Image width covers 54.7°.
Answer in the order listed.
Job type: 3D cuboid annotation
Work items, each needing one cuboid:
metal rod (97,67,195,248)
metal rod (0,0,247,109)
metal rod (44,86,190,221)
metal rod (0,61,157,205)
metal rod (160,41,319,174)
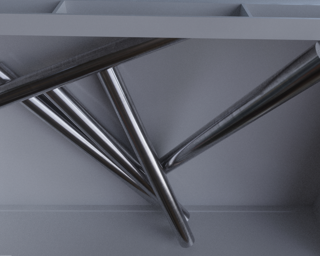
[{"bbox_3d":[-0.010,0.053,0.416,0.025,0.025,0.299,-16,117,13],"label":"metal rod"},{"bbox_3d":[-0.059,-0.074,0.326,0.301,0.025,0.025,-19,128,7],"label":"metal rod"},{"bbox_3d":[-0.046,0.049,0.438,0.025,0.025,0.300,-28,122,21],"label":"metal rod"},{"bbox_3d":[-0.097,0.024,0.428,0.025,0.025,0.300,-30,125,23],"label":"metal rod"},{"bbox_3d":[0.058,0.006,0.342,0.025,0.025,0.299,20,150,-17],"label":"metal rod"}]
